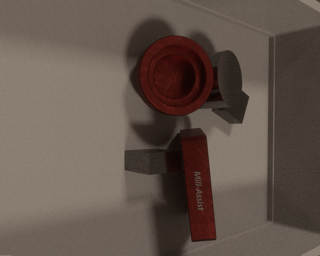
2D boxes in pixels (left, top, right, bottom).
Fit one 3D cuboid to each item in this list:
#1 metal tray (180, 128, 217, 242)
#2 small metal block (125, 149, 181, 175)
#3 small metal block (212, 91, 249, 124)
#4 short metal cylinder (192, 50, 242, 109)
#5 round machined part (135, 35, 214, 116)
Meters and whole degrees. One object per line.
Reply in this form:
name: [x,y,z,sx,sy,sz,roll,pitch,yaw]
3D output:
metal tray: [0.048,0.069,0.409,0.030,0.090,0.129,-6,96,3]
small metal block: [-0.009,0.040,0.385,0.050,0.050,0.025,0,91,-40]
small metal block: [0.117,-0.040,0.507,0.050,0.025,0.050,30,71,-36]
short metal cylinder: [0.079,-0.068,0.449,0.081,0.050,0.080,2,87,-53]
round machined part: [0.015,-0.065,0.396,0.099,0.042,0.097,-1,93,-19]
